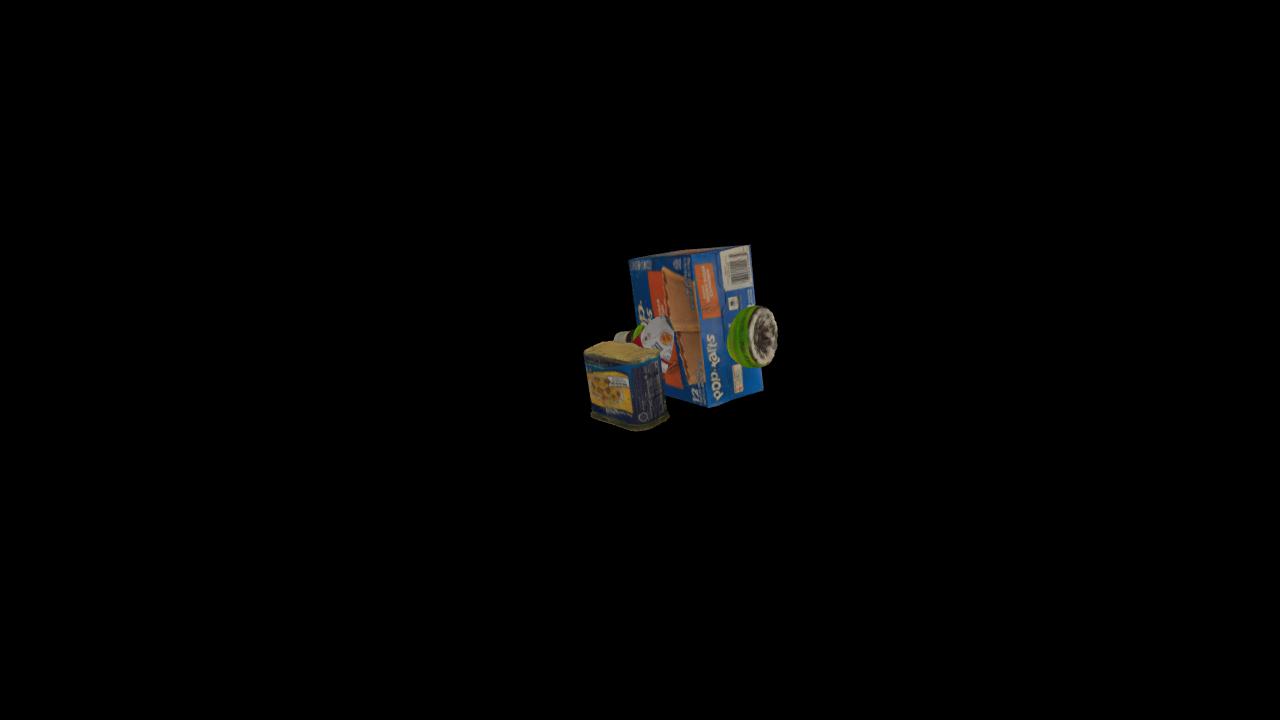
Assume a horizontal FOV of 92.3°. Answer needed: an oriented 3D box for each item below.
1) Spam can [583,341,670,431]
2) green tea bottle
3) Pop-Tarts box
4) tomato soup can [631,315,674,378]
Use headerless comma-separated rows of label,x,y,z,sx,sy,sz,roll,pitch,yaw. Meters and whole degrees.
Spam can,-0.018,0.028,0.724,0.058,0.085,0.101,-24,24,-40
green tea bottle,0.056,-0.023,0.734,0.212,0.073,0.073,-3,-2,41
Pop-Tarts box,0.062,-0.043,0.719,0.083,0.167,0.141,-12,12,-27
tomato soup can,0.028,-0.014,0.734,0.068,0.068,0.101,0,-37,-45
